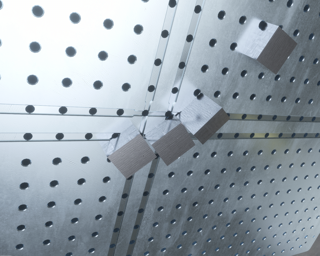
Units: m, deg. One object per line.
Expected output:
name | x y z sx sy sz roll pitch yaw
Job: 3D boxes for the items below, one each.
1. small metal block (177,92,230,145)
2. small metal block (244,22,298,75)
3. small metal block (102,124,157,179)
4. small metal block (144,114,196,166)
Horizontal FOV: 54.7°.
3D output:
small metal block | 0.057 -0.014 0.420 0.050 0.050 0.025 -44 130 2
small metal block | 0.154 -0.110 0.430 0.050 0.025 0.050 22 107 -37
small metal block | -0.040 0.032 0.410 0.050 0.025 0.050 -36 130 -5
small metal block | 0.014 0.017 0.431 0.050 0.025 0.050 -37 130 -4
